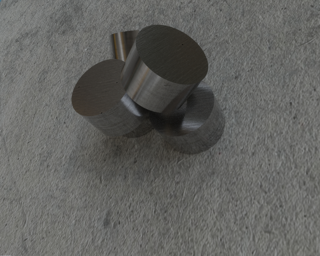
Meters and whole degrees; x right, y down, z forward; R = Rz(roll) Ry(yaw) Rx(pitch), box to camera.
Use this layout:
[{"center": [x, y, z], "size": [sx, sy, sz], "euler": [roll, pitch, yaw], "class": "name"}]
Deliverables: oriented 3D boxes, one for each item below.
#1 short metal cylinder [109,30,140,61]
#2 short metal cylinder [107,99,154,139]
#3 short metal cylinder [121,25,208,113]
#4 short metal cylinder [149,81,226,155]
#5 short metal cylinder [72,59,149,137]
[{"center": [-0.029, -0.108, 0.442], "size": [0.080, 0.080, 0.050], "euler": [0, 101, 28], "class": "short metal cylinder"}, {"center": [-0.041, -0.032, 0.429], "size": [0.080, 0.050, 0.080], "euler": [-13, 56, 20], "class": "short metal cylinder"}, {"center": [0.004, -0.063, 0.332], "size": [0.050, 0.081, 0.080], "euler": [127, 147, -50], "class": "short metal cylinder"}, {"center": [0.034, -0.014, 0.378], "size": [0.080, 0.050, 0.080], "euler": [-13, 56, 20], "class": "short metal cylinder"}, {"center": [-0.058, -0.036, 0.375], "size": [0.080, 0.050, 0.080], "euler": [-13, 56, 20], "class": "short metal cylinder"}]
